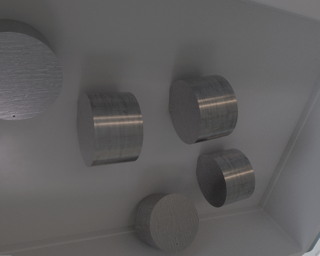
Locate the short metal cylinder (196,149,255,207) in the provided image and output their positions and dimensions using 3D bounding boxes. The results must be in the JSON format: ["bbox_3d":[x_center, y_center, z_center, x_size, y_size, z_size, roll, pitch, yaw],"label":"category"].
[{"bbox_3d":[0.098,0.075,0.473,0.050,0.080,0.079,-11,123,-23],"label":"short metal cylinder"}]

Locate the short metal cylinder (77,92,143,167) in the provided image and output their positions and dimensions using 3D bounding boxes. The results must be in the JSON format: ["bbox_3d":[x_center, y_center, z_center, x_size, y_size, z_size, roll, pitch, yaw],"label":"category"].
[{"bbox_3d":[-0.058,0.000,0.342,0.050,0.080,0.079,-4,120,-26],"label":"short metal cylinder"}]

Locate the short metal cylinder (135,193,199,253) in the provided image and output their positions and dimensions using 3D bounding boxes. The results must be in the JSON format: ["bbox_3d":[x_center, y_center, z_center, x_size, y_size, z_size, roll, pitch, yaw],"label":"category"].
[{"bbox_3d":[0.010,0.137,0.458,0.081,0.050,0.080,6,77,-28],"label":"short metal cylinder"}]

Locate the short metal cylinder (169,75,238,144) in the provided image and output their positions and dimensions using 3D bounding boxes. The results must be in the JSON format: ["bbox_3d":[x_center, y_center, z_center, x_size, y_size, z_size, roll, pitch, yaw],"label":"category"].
[{"bbox_3d":[0.051,-0.024,0.386,0.050,0.080,0.079,-12,124,-22],"label":"short metal cylinder"}]

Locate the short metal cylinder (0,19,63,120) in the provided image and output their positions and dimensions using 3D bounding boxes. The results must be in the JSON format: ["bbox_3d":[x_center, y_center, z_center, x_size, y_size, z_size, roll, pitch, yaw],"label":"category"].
[{"bbox_3d":[-0.135,-0.054,0.285,0.081,0.050,0.079,-14,124,-21],"label":"short metal cylinder"}]
